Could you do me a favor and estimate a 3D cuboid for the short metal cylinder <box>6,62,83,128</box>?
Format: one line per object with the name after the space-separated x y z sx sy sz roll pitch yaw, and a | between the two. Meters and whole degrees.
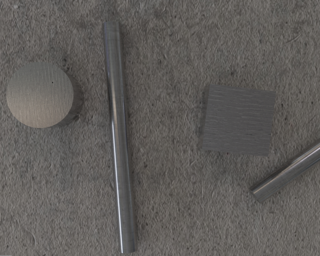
-0.144 -0.040 0.396 0.081 0.050 0.079 0 90 0 | short metal cylinder

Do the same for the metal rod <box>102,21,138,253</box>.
-0.053 0.012 0.409 0.025 0.025 0.298 -4 90 0 | metal rod

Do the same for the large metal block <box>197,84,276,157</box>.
0.095 -0.009 0.398 0.080 0.050 0.080 7 90 0 | large metal block

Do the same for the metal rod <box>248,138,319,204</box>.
0.249 0.004 0.411 0.301 0.025 0.025 -35 90 0 | metal rod
